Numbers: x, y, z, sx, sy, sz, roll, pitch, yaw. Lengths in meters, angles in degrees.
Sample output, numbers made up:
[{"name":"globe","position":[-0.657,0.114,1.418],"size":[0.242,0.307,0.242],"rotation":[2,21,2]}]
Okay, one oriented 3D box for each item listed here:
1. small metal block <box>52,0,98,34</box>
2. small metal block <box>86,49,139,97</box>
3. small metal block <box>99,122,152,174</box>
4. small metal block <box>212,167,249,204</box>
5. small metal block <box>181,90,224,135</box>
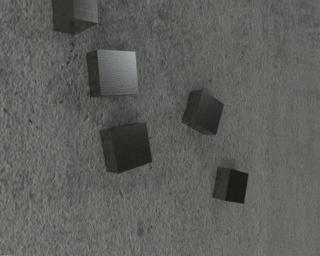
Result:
[{"name":"small metal block","position":[-0.087,-0.127,0.315],"size":[0.025,0.050,0.050],"rotation":[-3,92,-40]},{"name":"small metal block","position":[-0.054,-0.062,0.359],"size":[0.050,0.025,0.050],"rotation":[-8,95,-40]},{"name":"small metal block","position":[-0.040,0.022,0.371],"size":[0.050,0.025,0.050],"rotation":[-15,100,-39]},{"name":"small metal block","position":[0.115,0.093,0.501],"size":[0.050,0.025,0.050],"rotation":[19,78,-38]},{"name":"small metal block","position":[0.064,-0.022,0.458],"size":[0.050,0.025,0.050],"rotation":[28,73,-37]}]
